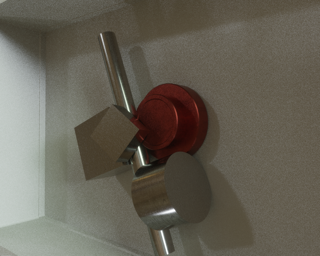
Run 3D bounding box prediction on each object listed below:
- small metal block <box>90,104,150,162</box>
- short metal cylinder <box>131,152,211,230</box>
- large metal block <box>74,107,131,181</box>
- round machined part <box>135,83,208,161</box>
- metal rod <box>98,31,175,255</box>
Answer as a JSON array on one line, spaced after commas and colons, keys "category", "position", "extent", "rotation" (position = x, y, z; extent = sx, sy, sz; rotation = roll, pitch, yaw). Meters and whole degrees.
[{"category": "small metal block", "position": [-0.049, 0.007, 0.381], "extent": [0.050, 0.025, 0.050], "rotation": [42, 104, 24]}, {"category": "short metal cylinder", "position": [0.014, 0.073, 0.356], "extent": [0.050, 0.081, 0.080], "rotation": [-26, 74, 37]}, {"category": "large metal block", "position": [-0.070, 0.023, 0.441], "extent": [0.080, 0.050, 0.080], "rotation": [-26, 74, 37]}, {"category": "round machined part", "position": [0.007, -0.007, 0.386], "extent": [0.098, 0.042, 0.097], "rotation": [0, 90, 39]}, {"category": "metal rod", "position": [-0.035, 0.010, 0.404], "extent": [0.025, 0.025, 0.299], "rotation": [-26, 74, 37]}]
